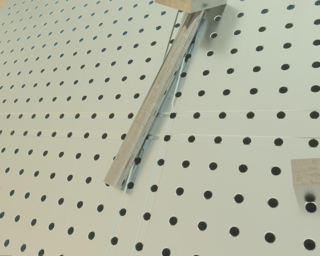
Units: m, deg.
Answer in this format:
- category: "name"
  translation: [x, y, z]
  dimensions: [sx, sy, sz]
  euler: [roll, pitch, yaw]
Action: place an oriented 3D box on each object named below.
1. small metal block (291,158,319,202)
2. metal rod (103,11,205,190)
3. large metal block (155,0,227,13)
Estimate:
- category: "small metal block"
  translation: [0.150, 0.048, 0.284]
  dimensions: [0.050, 0.050, 0.025]
  euler: [-7, 59, 25]
- category: "metal rod"
  translation: [-0.001, -0.055, 0.442]
  dimensions: [0.025, 0.025, 0.300]
  euler: [12, 68, 33]
- category: "large metal block"
  translation: [0.048, -0.219, 0.479]
  dimensions: [0.081, 0.050, 0.080]
  euler: [-27, 44, -32]
